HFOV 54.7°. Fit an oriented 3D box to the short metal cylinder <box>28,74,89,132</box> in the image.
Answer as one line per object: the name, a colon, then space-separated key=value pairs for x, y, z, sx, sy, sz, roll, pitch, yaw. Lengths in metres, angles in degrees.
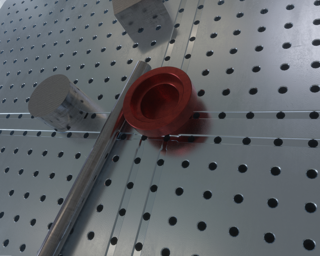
short metal cylinder: x=-0.164 y=-0.040 z=0.503 sx=0.080 sy=0.050 sz=0.080 roll=-13 pitch=56 yaw=21

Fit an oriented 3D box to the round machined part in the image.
round machined part: x=0.003 y=-0.031 z=0.415 sx=0.098 sy=0.042 sz=0.098 roll=-13 pitch=56 yaw=21

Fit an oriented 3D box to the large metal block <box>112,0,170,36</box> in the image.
large metal block: x=-0.037 y=-0.223 z=0.549 sx=0.080 sy=0.050 sz=0.080 roll=-23 pitch=53 yaw=14

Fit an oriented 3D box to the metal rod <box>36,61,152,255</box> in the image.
metal rod: x=-0.083 y=0.033 z=0.431 sx=0.025 sy=0.025 sz=0.300 roll=12 pitch=67 yaw=33
